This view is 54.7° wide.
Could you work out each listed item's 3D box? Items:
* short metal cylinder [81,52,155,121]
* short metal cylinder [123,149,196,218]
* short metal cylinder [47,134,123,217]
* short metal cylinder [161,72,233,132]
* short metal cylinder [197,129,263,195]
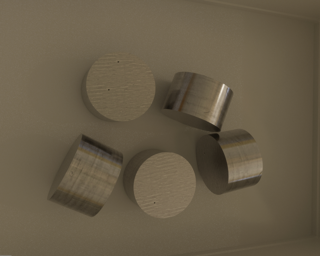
[{"bbox_3d":[-0.052,-0.048,0.377,0.081,0.050,0.079,0,90,-21],"label":"short metal cylinder"},{"bbox_3d":[-0.002,0.069,0.396,0.081,0.050,0.079,0,90,-21],"label":"short metal cylinder"},{"bbox_3d":[-0.084,0.053,0.349,0.050,0.080,0.080,29,81,-18],"label":"short metal cylinder"},{"bbox_3d":[0.048,-0.032,0.400,0.080,0.080,0.050,23,83,-19],"label":"short metal cylinder"},{"bbox_3d":[0.090,0.044,0.414,0.050,0.080,0.079,-10,94,-20],"label":"short metal cylinder"}]
